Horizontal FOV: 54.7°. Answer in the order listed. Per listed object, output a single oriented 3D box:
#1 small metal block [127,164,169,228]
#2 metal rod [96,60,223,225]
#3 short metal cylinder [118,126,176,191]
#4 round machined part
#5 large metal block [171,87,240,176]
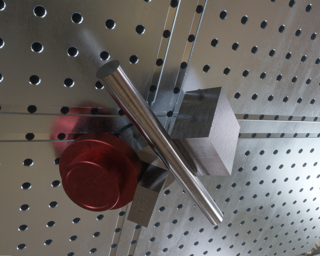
[{"bbox_3d":[-0.013,0.078,0.364,0.025,0.050,0.050,20,114,7],"label":"small metal block"},{"bbox_3d":[0.018,0.041,0.377,0.025,0.025,0.300,-37,129,-3],"label":"metal rod"},{"bbox_3d":[-0.018,0.041,0.406,0.081,0.050,0.079,-14,124,-21],"label":"short metal cylinder"},{"bbox_3d":[-0.072,0.057,0.358,0.098,0.042,0.097,6,117,12],"label":"round machined part"},{"bbox_3d":[0.062,0.006,0.400,0.080,0.050,0.080,55,43,-39],"label":"large metal block"}]
